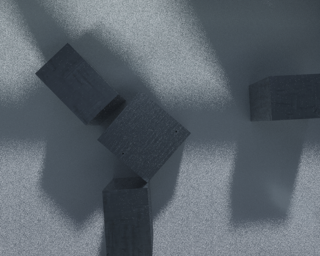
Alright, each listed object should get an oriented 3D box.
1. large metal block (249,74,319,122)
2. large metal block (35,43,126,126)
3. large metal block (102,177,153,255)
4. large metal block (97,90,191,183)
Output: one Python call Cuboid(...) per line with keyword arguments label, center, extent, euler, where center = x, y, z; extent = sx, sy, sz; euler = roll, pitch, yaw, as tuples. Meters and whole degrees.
Cuboid(label="large metal block", center=(0.164, -0.035, 0.386), extent=(0.081, 0.080, 0.050), euler=(-3, 90, -1))
Cuboid(label="large metal block", center=(-0.092, -0.049, 0.383), extent=(0.050, 0.080, 0.080), euler=(-44, 91, 0))
Cuboid(label="large metal block", center=(-0.036, 0.107, 0.384), extent=(0.050, 0.080, 0.079), euler=(-4, 90, 0))
Cuboid(label="large metal block", center=(-0.019, 0.010, 0.399), extent=(0.080, 0.050, 0.080), euler=(41, 90, -1))
